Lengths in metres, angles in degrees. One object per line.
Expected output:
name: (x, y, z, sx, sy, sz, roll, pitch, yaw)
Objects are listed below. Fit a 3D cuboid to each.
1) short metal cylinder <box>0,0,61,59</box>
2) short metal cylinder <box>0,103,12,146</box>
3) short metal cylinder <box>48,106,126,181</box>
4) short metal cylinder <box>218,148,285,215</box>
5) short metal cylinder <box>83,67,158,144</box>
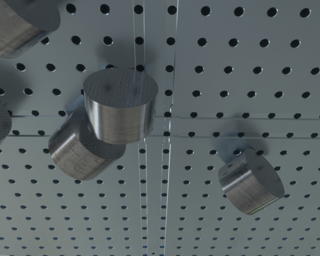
short metal cylinder: (-0.139, -0.110, 0.280, 0.050, 0.080, 0.080, -27, 126, 20)
short metal cylinder: (-0.230, 0.000, 0.372, 0.080, 0.080, 0.050, 32, 123, -25)
short metal cylinder: (-0.090, 0.019, 0.390, 0.080, 0.080, 0.050, 35, 121, -27)
short metal cylinder: (0.130, 0.076, 0.443, 0.080, 0.080, 0.050, 32, 123, -25)
short metal cylinder: (-0.044, -0.027, 0.352, 0.081, 0.080, 0.050, 4, 130, -4)
